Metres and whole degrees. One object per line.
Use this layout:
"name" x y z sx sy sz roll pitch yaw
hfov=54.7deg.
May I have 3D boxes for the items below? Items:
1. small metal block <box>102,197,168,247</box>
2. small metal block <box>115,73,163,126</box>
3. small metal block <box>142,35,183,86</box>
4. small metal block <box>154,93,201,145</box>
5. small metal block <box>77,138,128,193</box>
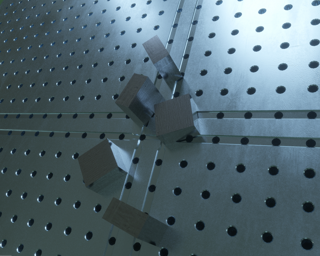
"small metal block" -0.026 0.104 0.341 0.050 0.050 0.025 17 71 34
"small metal block" -0.027 -0.039 0.429 0.025 0.050 0.050 20 73 35
"small metal block" 0.004 -0.098 0.449 0.025 0.050 0.050 -32 52 8
"small metal block" 0.022 -0.011 0.403 0.050 0.025 0.050 -17 55 18
"small metal block" -0.078 0.050 0.417 0.050 0.025 0.050 -33 52 6
